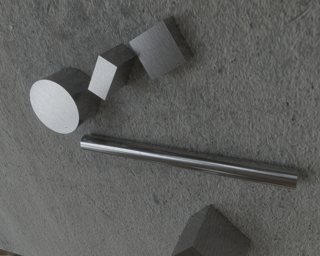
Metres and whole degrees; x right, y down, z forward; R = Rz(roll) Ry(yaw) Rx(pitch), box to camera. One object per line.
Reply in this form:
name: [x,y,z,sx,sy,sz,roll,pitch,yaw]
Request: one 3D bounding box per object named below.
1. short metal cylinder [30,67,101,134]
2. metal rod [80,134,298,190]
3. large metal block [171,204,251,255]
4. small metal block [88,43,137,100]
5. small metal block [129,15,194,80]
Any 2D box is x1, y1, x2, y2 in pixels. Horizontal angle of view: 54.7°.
short metal cylinder: [-0.132,-0.039,0.434,0.080,0.050,0.079,13,124,20]
metal rod: [0.022,0.041,0.418,0.301,0.025,0.025,8,122,23]
large metal block: [0.073,0.170,0.437,0.080,0.080,0.050,43,129,-2]
small metal block: [-0.057,-0.069,0.376,0.025,0.050,0.050,34,129,6]
small metal block: [0.002,-0.089,0.349,0.050,0.025,0.050,-22,107,35]
